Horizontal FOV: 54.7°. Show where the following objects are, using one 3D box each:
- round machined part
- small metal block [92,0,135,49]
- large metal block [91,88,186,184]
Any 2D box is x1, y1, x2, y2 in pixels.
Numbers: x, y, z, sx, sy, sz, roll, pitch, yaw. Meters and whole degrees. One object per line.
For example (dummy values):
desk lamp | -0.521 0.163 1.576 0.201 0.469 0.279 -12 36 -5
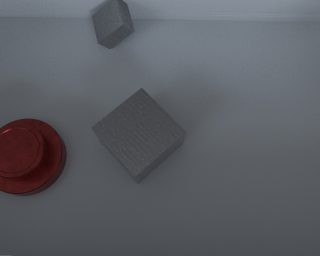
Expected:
round machined part | -0.172 0.033 0.386 0.099 0.042 0.098 0 70 -1
small metal block | -0.069 -0.152 0.451 0.050 0.025 0.050 -26 68 29
large metal block | -0.025 0.011 0.392 0.080 0.050 0.080 -41 75 -14
